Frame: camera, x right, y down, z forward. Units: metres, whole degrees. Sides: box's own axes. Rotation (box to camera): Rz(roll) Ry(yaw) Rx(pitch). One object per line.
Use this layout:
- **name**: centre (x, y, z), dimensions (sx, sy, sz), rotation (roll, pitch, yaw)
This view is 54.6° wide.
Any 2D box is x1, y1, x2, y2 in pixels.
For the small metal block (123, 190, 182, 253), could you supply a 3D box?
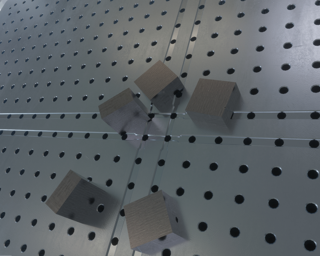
- **small metal block**: centre (-0.009, 0.105, 0.350), dimensions (0.050, 0.025, 0.050), rotation (-26, 53, 12)

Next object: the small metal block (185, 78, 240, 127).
- **small metal block**: centre (0.067, -0.033, 0.394), dimensions (0.050, 0.025, 0.050), rotation (13, 68, 33)

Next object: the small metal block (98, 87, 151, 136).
- **small metal block**: centre (-0.049, -0.021, 0.432), dimensions (0.050, 0.050, 0.025), rotation (-30, 52, 9)

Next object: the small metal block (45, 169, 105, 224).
- **small metal block**: centre (-0.107, 0.088, 0.396), dimensions (0.025, 0.050, 0.050), rotation (26, 76, 37)

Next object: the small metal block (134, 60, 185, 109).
- **small metal block**: centre (-0.002, -0.063, 0.449), dimensions (0.050, 0.025, 0.050), rotation (-40, 51, 1)
